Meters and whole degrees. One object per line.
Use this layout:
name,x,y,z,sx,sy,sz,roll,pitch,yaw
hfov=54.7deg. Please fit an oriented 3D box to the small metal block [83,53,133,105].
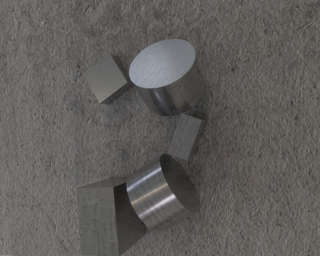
small metal block,-0.071,-0.068,0.434,0.050,0.025,0.050,-35,79,16

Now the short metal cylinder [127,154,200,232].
short metal cylinder,0.005,0.078,0.378,0.050,0.080,0.080,-35,79,17

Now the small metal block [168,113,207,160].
small metal block,0.035,0.009,0.382,0.025,0.050,0.050,21,97,14

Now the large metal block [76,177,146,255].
large metal block,-0.060,0.110,0.401,0.050,0.080,0.080,-6,88,20

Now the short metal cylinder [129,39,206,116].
short metal cylinder,0.010,-0.061,0.372,0.080,0.050,0.080,-12,50,15
